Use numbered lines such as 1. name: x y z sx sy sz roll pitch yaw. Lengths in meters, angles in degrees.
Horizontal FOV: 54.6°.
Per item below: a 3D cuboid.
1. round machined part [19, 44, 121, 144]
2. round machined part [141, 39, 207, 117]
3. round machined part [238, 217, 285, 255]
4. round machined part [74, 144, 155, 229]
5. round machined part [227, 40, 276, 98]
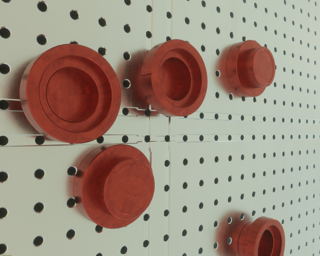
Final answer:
1. round machined part: -0.093 -0.033 0.319 0.099 0.042 0.097 0 90 -40
2. round machined part: 0.014 -0.063 0.409 0.099 0.042 0.097 0 90 -40
3. round machined part: 0.175 0.204 0.543 0.099 0.042 0.097 0 90 -40
4. round machined part: -0.045 0.068 0.360 0.099 0.042 0.097 0 90 -40
5. round machined part: 0.161 -0.102 0.531 0.099 0.042 0.097 0 90 -40
